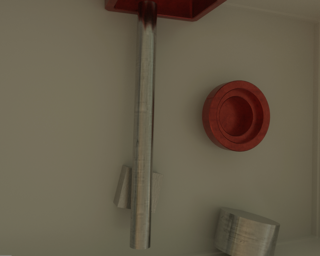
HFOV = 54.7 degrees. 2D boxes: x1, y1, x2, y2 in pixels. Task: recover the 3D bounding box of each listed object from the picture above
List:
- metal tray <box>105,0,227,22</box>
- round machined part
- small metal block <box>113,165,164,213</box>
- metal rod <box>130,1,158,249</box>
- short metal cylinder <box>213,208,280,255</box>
[{"bbox_3d":[0.005,-0.165,0.378,0.131,0.090,0.030,0,91,-20],"label":"metal tray"},{"bbox_3d":[0.103,-0.017,0.441,0.099,0.042,0.097,0,90,-21],"label":"round machined part"},{"bbox_3d":[-0.028,0.079,0.401,0.050,0.025,0.050,15,85,-20],"label":"small metal block"},{"bbox_3d":[-0.020,-0.007,0.381,0.025,0.025,0.298,3,85,-20],"label":"metal rod"},{"bbox_3d":[0.119,0.146,0.427,0.081,0.080,0.050,15,85,-20],"label":"short metal cylinder"}]
